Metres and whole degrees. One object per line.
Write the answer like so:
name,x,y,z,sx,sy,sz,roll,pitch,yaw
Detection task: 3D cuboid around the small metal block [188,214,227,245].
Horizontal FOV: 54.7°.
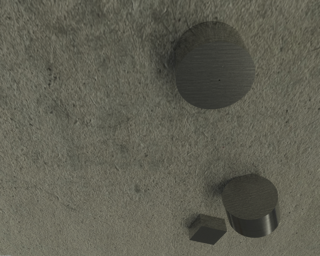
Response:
small metal block,0.086,0.186,0.567,0.050,0.025,0.050,17,128,-14

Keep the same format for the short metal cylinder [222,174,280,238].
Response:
short metal cylinder,0.140,0.118,0.473,0.080,0.080,0.050,-14,129,11

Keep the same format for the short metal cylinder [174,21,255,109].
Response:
short metal cylinder,0.056,-0.067,0.335,0.081,0.050,0.079,0,130,0
